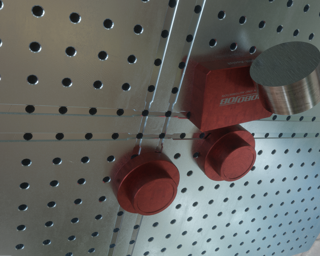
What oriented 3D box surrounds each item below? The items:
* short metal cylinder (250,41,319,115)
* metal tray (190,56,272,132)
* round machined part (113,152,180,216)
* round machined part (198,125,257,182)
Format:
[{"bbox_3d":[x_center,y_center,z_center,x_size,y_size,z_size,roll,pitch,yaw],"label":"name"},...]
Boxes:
[{"bbox_3d":[0.159,-0.062,0.387,0.080,0.080,0.050,-38,129,-3],"label":"short metal cylinder"},{"bbox_3d":[0.109,-0.051,0.439,0.131,0.030,0.089,-12,124,-23],"label":"metal tray"},{"bbox_3d":[-0.014,0.087,0.448,0.099,0.042,0.097,-14,124,-21],"label":"round machined part"},{"bbox_3d":[0.113,0.046,0.493,0.099,0.042,0.097,-14,124,-21],"label":"round machined part"}]
